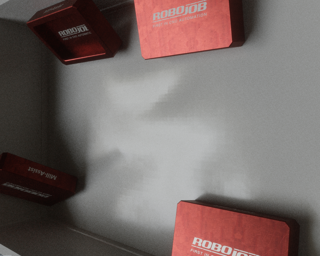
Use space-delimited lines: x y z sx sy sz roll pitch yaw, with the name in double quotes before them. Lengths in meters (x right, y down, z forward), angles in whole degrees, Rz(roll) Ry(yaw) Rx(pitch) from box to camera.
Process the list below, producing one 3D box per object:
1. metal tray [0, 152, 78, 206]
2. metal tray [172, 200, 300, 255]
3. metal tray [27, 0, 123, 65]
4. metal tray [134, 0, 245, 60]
"metal tray" -0.218 0.090 0.519 0.090 0.131 0.030 -30 46 36
"metal tray" 0.075 0.132 0.332 0.130 0.030 0.090 1 80 40
"metal tray" -0.131 -0.144 0.473 0.130 0.090 0.030 2 54 40
"metal tray" 0.030 -0.133 0.366 0.130 0.030 0.089 2 105 40
